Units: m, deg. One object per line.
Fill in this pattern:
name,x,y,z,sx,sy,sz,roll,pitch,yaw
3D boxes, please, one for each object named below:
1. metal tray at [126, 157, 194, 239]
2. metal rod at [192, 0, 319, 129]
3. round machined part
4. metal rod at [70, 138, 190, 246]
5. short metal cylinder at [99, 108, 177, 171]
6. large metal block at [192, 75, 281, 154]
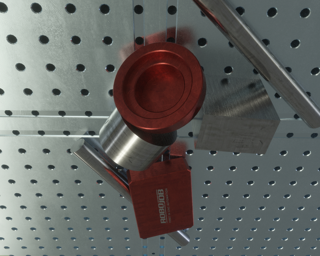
metal tray,0.003,0.112,0.483,0.091,0.030,0.129,-11,124,-7
metal rod,0.098,-0.089,0.336,0.301,0.025,0.025,37,121,-28
round machined part,0.002,-0.041,0.340,0.098,0.098,0.042,-16,161,13
metal rod,-0.034,0.120,0.513,0.025,0.025,0.300,-26,126,20
short metal cylinder,-0.026,0.005,0.380,0.080,0.080,0.050,26,126,-21
large metal block,0.081,-0.018,0.362,0.081,0.080,0.050,4,130,-5
